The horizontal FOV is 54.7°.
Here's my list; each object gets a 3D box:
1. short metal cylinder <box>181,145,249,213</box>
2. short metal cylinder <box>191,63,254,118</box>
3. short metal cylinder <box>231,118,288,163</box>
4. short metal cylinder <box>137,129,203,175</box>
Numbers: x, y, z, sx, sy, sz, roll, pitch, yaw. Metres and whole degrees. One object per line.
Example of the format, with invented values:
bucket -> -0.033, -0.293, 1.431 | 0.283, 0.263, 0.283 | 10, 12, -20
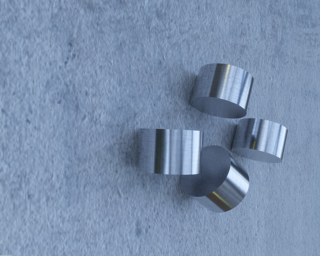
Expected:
short metal cylinder -> 0.077, 0.071, 0.436 | 0.050, 0.080, 0.080 | 42, 64, -32
short metal cylinder -> 0.089, -0.051, 0.446 | 0.080, 0.080, 0.050 | 26, 74, -37
short metal cylinder -> 0.163, 0.022, 0.509 | 0.080, 0.080, 0.050 | 27, 73, -37
short metal cylinder -> 0.013, 0.027, 0.382 | 0.081, 0.080, 0.050 | 4, 88, -40
